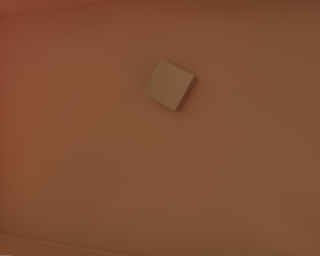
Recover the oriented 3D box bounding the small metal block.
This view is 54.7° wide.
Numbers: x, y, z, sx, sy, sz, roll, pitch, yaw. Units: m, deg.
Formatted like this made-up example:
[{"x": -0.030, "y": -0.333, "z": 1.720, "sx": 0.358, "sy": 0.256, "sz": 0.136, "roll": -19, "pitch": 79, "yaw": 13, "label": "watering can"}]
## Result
[{"x": 0.014, "y": -0.055, "z": 0.405, "sx": 0.050, "sy": 0.025, "sz": 0.050, "roll": 31, "pitch": 100, "yaw": 17, "label": "small metal block"}]
